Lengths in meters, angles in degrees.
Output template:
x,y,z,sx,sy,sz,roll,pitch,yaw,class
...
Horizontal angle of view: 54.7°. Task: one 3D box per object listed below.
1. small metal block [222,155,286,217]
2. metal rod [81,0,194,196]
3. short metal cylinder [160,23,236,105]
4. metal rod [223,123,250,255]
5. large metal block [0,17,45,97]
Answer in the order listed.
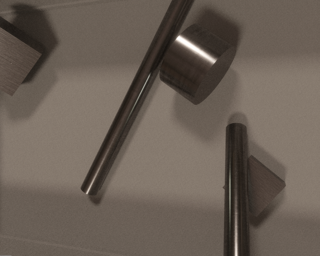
x,y,z,sx,sy,sz,roll,pitch,yaw,class
0.112,0.068,0.371,0.050,0.025,0.050,41,103,15,small metal block
-0.034,-0.041,0.421,0.025,0.025,0.298,30,99,17,metal rod
0.045,-0.074,0.365,0.050,0.080,0.080,38,102,15,short metal cylinder
0.074,0.124,0.297,0.025,0.025,0.300,-4,54,19,metal rod
-0.230,-0.107,0.454,0.080,0.050,0.080,34,105,-28,large metal block
